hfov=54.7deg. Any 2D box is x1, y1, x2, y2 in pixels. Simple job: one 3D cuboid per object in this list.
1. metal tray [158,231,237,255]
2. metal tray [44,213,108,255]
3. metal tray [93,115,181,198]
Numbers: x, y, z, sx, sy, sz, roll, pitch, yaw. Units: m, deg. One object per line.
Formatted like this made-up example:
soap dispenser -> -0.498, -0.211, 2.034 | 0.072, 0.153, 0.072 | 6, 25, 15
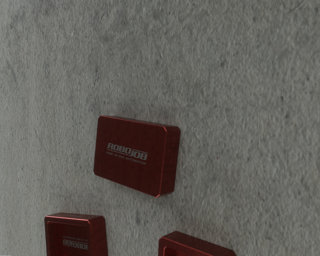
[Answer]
metal tray -> 0.039, 0.200, 0.367 | 0.090, 0.030, 0.129 | 5, 93, 39
metal tray -> -0.142, 0.191, 0.515 | 0.130, 0.030, 0.089 | -9, 84, 39
metal tray -> -0.036, 0.034, 0.430 | 0.130, 0.030, 0.089 | 10, 96, 39
